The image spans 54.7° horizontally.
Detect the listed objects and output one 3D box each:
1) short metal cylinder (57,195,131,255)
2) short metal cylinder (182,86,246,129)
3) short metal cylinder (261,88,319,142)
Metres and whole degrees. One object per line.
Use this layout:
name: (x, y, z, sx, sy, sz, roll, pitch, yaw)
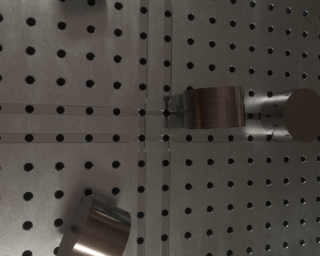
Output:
short metal cylinder: (-0.076, 0.124, 0.356, 0.050, 0.080, 0.080, 30, 80, -18)
short metal cylinder: (0.071, -0.025, 0.411, 0.081, 0.080, 0.050, -4, 91, -20)
short metal cylinder: (0.204, -0.019, 0.477, 0.081, 0.050, 0.079, 0, 90, -20)
